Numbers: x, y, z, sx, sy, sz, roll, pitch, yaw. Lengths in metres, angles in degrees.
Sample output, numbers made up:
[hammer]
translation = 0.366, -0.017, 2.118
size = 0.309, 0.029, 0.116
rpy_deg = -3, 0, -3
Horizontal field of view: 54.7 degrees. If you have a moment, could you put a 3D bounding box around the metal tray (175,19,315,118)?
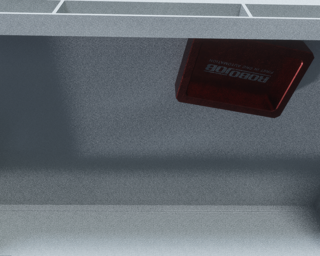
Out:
[metal tray]
translation = 0.091, -0.063, 0.352
size = 0.131, 0.030, 0.089
rpy_deg = 9, 130, -8
